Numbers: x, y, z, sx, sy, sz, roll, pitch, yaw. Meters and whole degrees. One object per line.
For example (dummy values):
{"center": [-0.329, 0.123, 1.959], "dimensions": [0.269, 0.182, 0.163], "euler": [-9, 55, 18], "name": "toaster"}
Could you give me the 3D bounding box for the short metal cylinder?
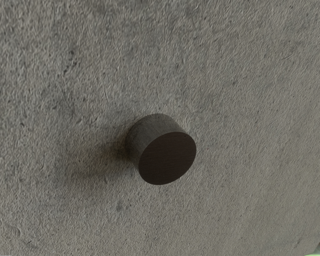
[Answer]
{"center": [0.000, 0.028, 0.407], "dimensions": [0.081, 0.050, 0.080], "euler": [-14, 124, -21], "name": "short metal cylinder"}
